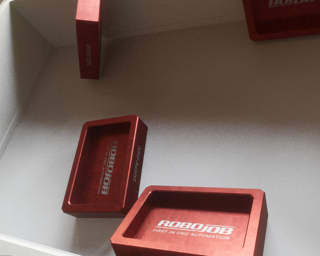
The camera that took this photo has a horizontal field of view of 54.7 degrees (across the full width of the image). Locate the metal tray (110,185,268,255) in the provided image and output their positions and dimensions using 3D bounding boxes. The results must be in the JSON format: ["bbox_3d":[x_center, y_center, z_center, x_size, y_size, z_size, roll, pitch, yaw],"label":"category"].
[{"bbox_3d":[0.030,0.095,0.297,0.130,0.030,0.090,-3,25,26],"label":"metal tray"}]

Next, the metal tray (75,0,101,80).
[{"bbox_3d":[-0.108,-0.148,0.483,0.030,0.129,0.090,3,63,-10],"label":"metal tray"}]

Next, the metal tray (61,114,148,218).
[{"bbox_3d":[-0.070,0.049,0.406,0.090,0.030,0.130,-7,58,24],"label":"metal tray"}]

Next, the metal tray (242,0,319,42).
[{"bbox_3d":[0.169,-0.155,0.367,0.130,0.090,0.030,1,51,28],"label":"metal tray"}]
